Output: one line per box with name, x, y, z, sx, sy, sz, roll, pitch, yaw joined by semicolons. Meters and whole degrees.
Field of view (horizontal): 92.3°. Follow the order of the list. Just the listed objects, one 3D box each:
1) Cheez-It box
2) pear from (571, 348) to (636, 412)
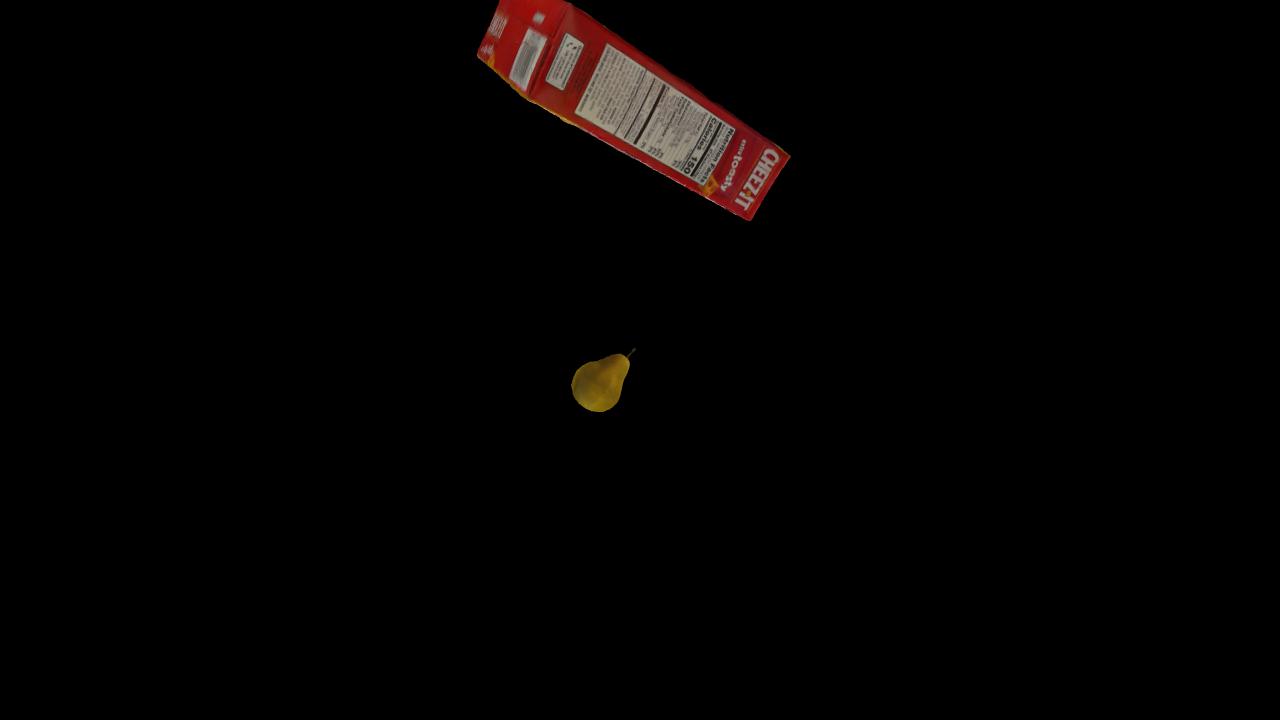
Cheez-It box;-0.007;-0.209;0.508;0.223;0.071;0.166;18;22;-36
pear;-0.048;0.024;0.911;0.080;0.111;0.080;39;13;-11
